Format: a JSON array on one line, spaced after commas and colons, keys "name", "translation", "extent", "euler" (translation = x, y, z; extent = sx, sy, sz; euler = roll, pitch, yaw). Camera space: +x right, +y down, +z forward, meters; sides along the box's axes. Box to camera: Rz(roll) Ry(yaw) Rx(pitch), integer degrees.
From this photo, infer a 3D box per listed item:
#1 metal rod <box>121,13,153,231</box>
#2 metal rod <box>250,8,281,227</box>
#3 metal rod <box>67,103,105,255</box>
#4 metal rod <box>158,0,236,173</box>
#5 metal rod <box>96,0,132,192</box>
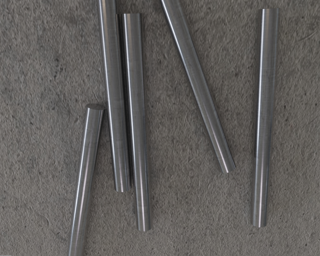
[{"name": "metal rod", "translation": [-0.028, 0.007, 0.411], "extent": [0.025, 0.025, 0.298], "euler": [-2, 110, 0]}, {"name": "metal rod", "translation": [0.137, 0.001, 0.411], "extent": [0.025, 0.025, 0.298], "euler": [-4, 110, 1]}, {"name": "metal rod", "translation": [-0.113, 0.109, 0.448], "extent": [0.025, 0.025, 0.298], "euler": [11, 110, -4]}, {"name": "metal rod", "translation": [0.040, -0.075, 0.382], "extent": [0.025, 0.025, 0.299], "euler": [-20, 109, 7]}, {"name": "metal rod", "translation": [-0.057, -0.055, 0.388], "extent": [0.025, 0.025, 0.298], "euler": [-2, 110, 0]}]
